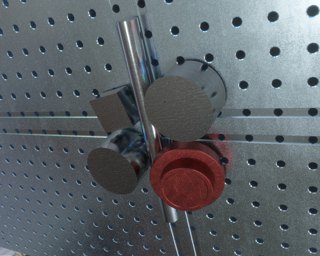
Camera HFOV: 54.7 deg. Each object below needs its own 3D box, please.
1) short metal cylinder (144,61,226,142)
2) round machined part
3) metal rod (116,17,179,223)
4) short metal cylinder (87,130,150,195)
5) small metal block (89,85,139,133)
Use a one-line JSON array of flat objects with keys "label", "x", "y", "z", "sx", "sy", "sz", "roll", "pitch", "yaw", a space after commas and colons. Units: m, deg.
[{"label": "short metal cylinder", "x": 0.029, "y": -0.031, "z": 0.355, "sx": 0.080, "sy": 0.050, "sz": 0.079, "roll": 13, "pitch": 124, "yaw": 21}, {"label": "round machined part", "x": 0.035, "y": 0.069, "z": 0.404, "sx": 0.099, "sy": 0.042, "sz": 0.097, "roll": 4, "pitch": 117, "yaw": 8}, {"label": "metal rod", "x": -0.010, "y": 0.008, "z": 0.416, "sx": 0.025, "sy": 0.025, "sz": 0.298, "roll": 3, "pitch": 120, "yaw": 27}, {"label": "short metal cylinder", "x": -0.057, "y": 0.049, "z": 0.450, "sx": 0.080, "sy": 0.050, "sz": 0.079, "roll": 13, "pitch": 124, "yaw": 21}, {"label": "small metal block", "x": -0.060, "y": -0.025, "z": 0.422, "sx": 0.050, "sy": 0.025, "sz": 0.050, "roll": -12, "pitch": 113, "yaw": 33}]
